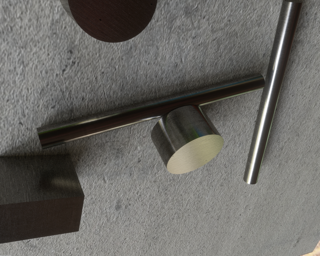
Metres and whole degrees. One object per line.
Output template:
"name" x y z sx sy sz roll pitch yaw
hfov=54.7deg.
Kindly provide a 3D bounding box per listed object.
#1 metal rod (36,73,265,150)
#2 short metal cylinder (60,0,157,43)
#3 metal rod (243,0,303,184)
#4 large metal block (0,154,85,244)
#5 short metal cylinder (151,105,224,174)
"metal rod" 0.004 -0.027 0.392 0.302 0.025 0.025 -16 125 -20
"short metal cylinder" -0.049 -0.125 0.286 0.081 0.050 0.079 -14 124 -21
"metal rod" 0.166 -0.036 0.475 0.025 0.025 0.298 -12 124 -22
"large metal block" -0.136 0.073 0.342 0.081 0.080 0.050 0 118 -29
"short metal cylinder" 0.035 0.016 0.404 0.081 0.050 0.080 -20 146 -14
